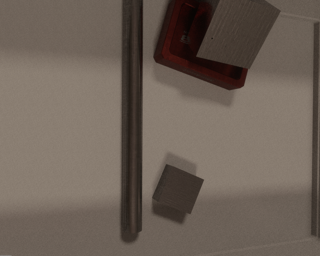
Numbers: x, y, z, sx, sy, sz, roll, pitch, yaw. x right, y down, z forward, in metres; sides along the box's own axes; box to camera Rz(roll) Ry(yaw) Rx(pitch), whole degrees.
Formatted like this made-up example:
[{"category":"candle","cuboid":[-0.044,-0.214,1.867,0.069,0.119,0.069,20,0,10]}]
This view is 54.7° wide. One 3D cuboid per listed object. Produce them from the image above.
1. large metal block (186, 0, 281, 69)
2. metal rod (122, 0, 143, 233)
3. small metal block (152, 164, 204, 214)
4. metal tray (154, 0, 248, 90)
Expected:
[{"category":"large metal block","cuboid":[0.090,-0.130,0.397,0.081,0.050,0.079,8,126,-20]},{"category":"metal rod","cuboid":[-0.035,-0.018,0.398,0.025,0.025,0.298,0,90,-20]},{"category":"small metal block","cuboid":[0.025,0.083,0.421,0.050,0.025,0.050,26,81,-19]},{"category":"metal tray","cuboid":[0.066,-0.116,0.433,0.131,0.030,0.090,17,84,-20]}]
